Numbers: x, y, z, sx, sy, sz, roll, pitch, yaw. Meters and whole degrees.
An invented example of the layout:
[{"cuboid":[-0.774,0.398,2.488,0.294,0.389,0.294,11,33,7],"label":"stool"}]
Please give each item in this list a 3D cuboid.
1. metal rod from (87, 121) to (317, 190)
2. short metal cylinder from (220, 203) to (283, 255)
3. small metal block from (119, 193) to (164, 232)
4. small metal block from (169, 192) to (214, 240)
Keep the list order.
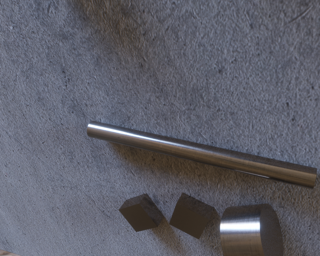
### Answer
[{"cuboid":[0.037,0.030,0.404,0.301,0.025,0.025,11,123,21],"label":"metal rod"},{"cuboid":[0.118,0.139,0.395,0.050,0.080,0.080,-16,110,34],"label":"short metal cylinder"},{"cuboid":[-0.031,0.139,0.508,0.050,0.025,0.050,-27,104,37],"label":"small metal block"},{"cuboid":[0.046,0.131,0.463,0.050,0.025,0.050,24,127,13],"label":"small metal block"}]
